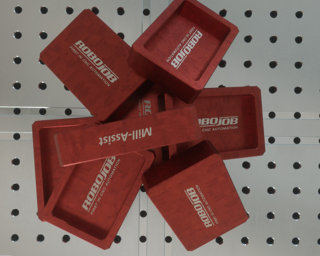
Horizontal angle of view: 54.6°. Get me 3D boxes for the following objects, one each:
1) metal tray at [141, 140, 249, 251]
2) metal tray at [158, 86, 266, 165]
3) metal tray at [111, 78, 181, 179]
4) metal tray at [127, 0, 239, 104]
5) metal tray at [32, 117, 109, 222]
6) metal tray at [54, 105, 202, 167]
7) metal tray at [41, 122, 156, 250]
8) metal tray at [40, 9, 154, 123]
[{"bbox_3d":[0.046,0.087,0.378,0.090,0.030,0.130,-29,123,0],"label":"metal tray"},{"bbox_3d":[0.067,-0.005,0.393,0.131,0.030,0.090,-4,90,-17],"label":"metal tray"},{"bbox_3d":[-0.018,0.000,0.410,0.091,0.030,0.129,-4,88,-2],"label":"metal tray"},{"bbox_3d":[0.032,-0.101,0.377,0.090,0.030,0.130,34,57,0],"label":"metal tray"},{"bbox_3d":[-0.115,0.052,0.410,0.090,0.030,0.129,-4,89,-1],"label":"metal tray"},{"bbox_3d":[-0.027,0.007,0.316,0.131,0.090,0.030,-12,90,4],"label":"metal tray"},{"bbox_3d":[-0.073,0.069,0.380,0.090,0.030,0.130,27,90,0],"label":"metal tray"},{"bbox_3d":[-0.078,-0.077,0.394,0.090,0.030,0.130,-45,75,0],"label":"metal tray"}]
